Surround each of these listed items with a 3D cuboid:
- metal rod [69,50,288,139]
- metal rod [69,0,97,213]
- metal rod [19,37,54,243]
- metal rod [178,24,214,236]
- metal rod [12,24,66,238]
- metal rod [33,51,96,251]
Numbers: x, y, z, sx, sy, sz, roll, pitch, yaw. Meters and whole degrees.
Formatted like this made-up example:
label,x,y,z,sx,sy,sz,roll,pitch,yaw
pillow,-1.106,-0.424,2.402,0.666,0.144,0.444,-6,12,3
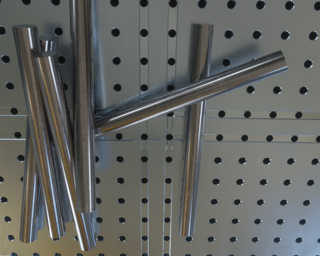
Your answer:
label,x,y,z,sx,sy,sz,roll,pitch,yaw
metal rod,0.000,-0.028,0.382,0.300,0.025,0.025,-19,109,15
metal rod,-0.092,-0.042,0.372,0.025,0.025,0.298,1,101,-1
metal rod,-0.170,0.030,0.422,0.025,0.025,0.298,11,110,-4
metal rod,0.045,0.017,0.419,0.025,0.025,0.298,2,110,-1
metal rod,-0.150,0.024,0.399,0.025,0.025,0.298,2,117,-1
metal rod,-0.117,0.050,0.406,0.025,0.025,0.298,-2,119,1
